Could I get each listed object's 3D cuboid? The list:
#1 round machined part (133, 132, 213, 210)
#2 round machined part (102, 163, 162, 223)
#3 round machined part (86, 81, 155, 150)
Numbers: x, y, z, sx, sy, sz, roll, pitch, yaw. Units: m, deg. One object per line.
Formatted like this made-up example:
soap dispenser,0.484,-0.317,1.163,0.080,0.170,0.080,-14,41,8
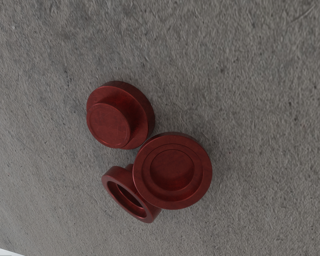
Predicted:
round machined part,0.016,0.052,0.402,0.099,0.042,0.097,0,101,1
round machined part,-0.036,0.091,0.457,0.098,0.042,0.097,31,148,22
round machined part,-0.060,-0.011,0.421,0.098,0.042,0.097,13,124,21
